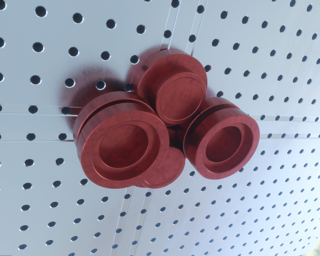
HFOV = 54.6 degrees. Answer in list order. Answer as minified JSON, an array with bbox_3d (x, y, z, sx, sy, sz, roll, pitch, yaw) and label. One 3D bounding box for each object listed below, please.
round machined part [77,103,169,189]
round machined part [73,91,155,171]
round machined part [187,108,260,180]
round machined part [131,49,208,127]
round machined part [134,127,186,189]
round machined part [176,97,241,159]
[{"bbox_3d":[-0.043,0.016,0.344,0.099,0.042,0.097,-14,124,-21],"label":"round machined part"},{"bbox_3d":[-0.054,0.001,0.370,0.099,0.042,0.097,-14,124,-21],"label":"round machined part"},{"bbox_3d":[0.079,0.017,0.411,0.099,0.042,0.097,-14,124,-21],"label":"round machined part"},{"bbox_3d":[0.017,-0.043,0.382,0.099,0.042,0.097,-14,124,-21],"label":"round machined part"},{"bbox_3d":[-0.005,0.043,0.423,0.099,0.042,0.097,-14,124,-21],"label":"round machined part"},{"bbox_3d":[0.066,0.001,0.435,0.099,0.042,0.097,-14,124,-21],"label":"round machined part"}]
